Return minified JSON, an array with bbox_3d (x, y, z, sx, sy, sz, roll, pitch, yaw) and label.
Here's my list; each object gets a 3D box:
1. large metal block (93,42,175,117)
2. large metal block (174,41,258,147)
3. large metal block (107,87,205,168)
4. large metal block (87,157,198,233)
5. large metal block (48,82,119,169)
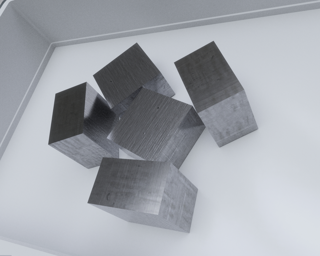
[{"bbox_3d":[-0.038,-0.063,0.444,0.080,0.050,0.080,-36,51,4],"label":"large metal block"},{"bbox_3d":[0.065,-0.037,0.356,0.050,0.080,0.080,-27,53,11],"label":"large metal block"},{"bbox_3d":[-0.004,0.005,0.386,0.080,0.050,0.080,25,75,36],"label":"large metal block"},{"bbox_3d":[-0.015,0.072,0.332,0.080,0.080,0.050,1,62,28],"label":"large metal block"},{"bbox_3d":[-0.099,-0.001,0.420,0.050,0.080,0.080,-17,55,18],"label":"large metal block"}]
